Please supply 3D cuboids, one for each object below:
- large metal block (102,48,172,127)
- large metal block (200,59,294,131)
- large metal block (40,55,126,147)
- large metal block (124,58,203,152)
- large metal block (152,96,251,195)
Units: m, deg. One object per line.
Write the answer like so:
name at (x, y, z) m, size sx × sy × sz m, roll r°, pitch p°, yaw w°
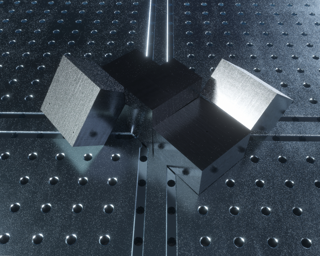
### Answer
large metal block at (-0.038, -0.057, 0.439) m, size 0.080 × 0.050 × 0.080 m, roll -35°, pitch 59°, yaw -24°
large metal block at (0.113, -0.040, 0.399) m, size 0.080 × 0.050 × 0.080 m, roll 42°, pitch 21°, yaw 28°
large metal block at (-0.095, -0.033, 0.390) m, size 0.080 × 0.080 × 0.050 m, roll 42°, pitch 22°, yaw 29°
large metal block at (0.004, -0.029, 0.396) m, size 0.080 × 0.080 × 0.050 m, roll -35°, pitch 59°, yaw -26°
large metal block at (0.048, 0.018, 0.376) m, size 0.080 × 0.050 × 0.080 m, roll -34°, pitch 56°, yaw -25°
